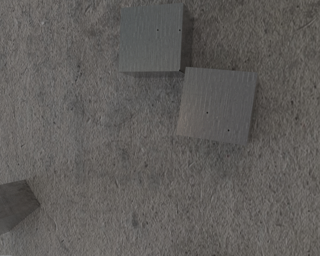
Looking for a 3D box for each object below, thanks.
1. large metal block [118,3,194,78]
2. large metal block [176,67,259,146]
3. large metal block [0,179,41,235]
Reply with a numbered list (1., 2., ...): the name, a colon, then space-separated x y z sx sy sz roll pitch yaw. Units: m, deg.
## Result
1. large metal block: -0.004 -0.108 0.397 0.080 0.050 0.079 3 91 20
2. large metal block: 0.071 -0.026 0.371 0.080 0.050 0.079 9 93 19
3. large metal block: -0.247 0.127 0.467 0.080 0.080 0.050 -39 78 16
